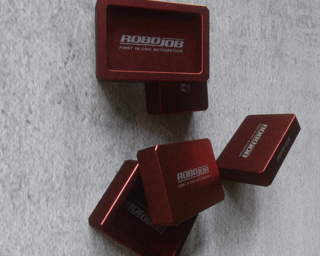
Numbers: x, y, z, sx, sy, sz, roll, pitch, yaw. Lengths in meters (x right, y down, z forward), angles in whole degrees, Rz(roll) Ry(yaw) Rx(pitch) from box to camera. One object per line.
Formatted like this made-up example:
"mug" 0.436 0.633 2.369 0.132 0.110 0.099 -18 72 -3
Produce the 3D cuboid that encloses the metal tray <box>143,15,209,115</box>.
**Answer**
"metal tray" 0.022 -0.085 0.422 0.091 0.030 0.129 -7 95 -40

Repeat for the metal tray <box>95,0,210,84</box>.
"metal tray" -0.008 -0.099 0.362 0.131 0.030 0.089 -1 92 -17

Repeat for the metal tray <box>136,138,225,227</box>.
"metal tray" 0.032 0.064 0.398 0.131 0.030 0.090 -4 78 -53

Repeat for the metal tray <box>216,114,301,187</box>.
"metal tray" 0.155 0.030 0.495 0.130 0.090 0.030 -49 119 -29

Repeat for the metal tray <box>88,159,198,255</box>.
"metal tray" -0.014 0.112 0.391 0.130 0.030 0.090 46 63 -31
